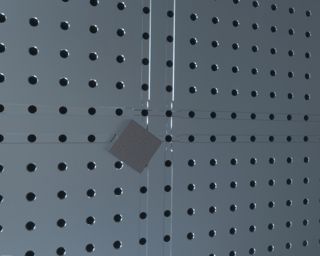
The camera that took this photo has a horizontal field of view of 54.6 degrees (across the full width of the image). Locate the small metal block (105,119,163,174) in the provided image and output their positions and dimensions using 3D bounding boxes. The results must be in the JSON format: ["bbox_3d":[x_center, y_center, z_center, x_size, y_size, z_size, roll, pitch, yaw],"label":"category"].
[{"bbox_3d":[-0.034,0.023,0.400,0.050,0.025,0.050,38,78,-16],"label":"small metal block"}]
